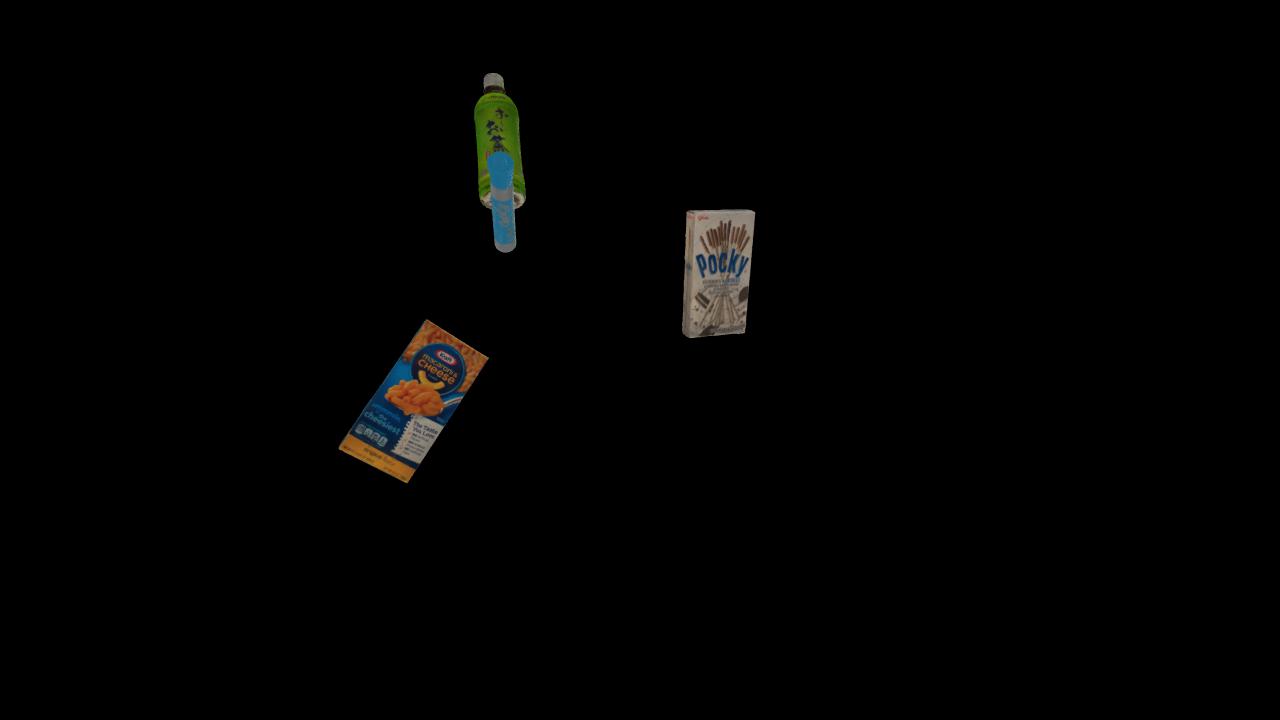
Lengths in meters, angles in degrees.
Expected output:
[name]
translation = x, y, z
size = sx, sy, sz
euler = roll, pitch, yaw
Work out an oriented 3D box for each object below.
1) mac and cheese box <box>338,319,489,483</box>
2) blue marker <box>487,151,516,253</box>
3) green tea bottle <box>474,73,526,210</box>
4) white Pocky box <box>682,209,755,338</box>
[mac and cheese box]
translation = -0.278, 0.050, 0.766
size = 0.093, 0.184, 0.041
euler = 34, -12, -18
[blue marker]
translation = -0.107, -0.121, 0.483
size = 0.020, 0.020, 0.121
euler = 0, -19, -10
[green tea bottle]
translation = -0.217, -0.336, 0.935
size = 0.073, 0.212, 0.073
euler = -9, -12, -2
[white Pocky box]
translation = 0.095, -0.106, 0.758
size = 0.084, 0.154, 0.028
euler = -6, 20, -20
